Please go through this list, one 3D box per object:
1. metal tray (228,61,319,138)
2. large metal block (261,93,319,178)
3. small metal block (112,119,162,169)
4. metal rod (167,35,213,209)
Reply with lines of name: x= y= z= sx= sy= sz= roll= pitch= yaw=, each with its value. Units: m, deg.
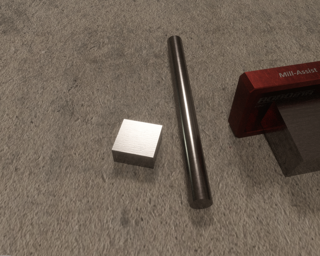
metal tray: x=0.160 y=-0.036 z=0.392 sx=0.131 sy=0.089 sz=0.030 roll=-10 pitch=51 yaw=-9
large metal block: x=0.182 y=0.007 z=0.376 sx=0.081 sy=0.050 sz=0.080 roll=-9 pitch=60 yaw=-8
small metal block: x=-0.027 y=0.019 z=0.387 sx=0.050 sy=0.025 sz=0.050 roll=10 pitch=51 yaw=8
metal rod: x=0.035 y=-0.032 z=0.430 sx=0.025 sy=0.025 sz=0.300 roll=-3 pitch=50 yaw=-3
